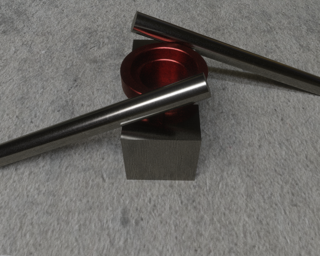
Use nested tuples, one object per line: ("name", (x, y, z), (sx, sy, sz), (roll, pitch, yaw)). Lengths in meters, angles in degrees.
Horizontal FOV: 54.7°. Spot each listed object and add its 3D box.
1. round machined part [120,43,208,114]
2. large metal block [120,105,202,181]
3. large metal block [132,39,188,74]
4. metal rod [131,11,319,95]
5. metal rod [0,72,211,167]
("round machined part", (0.005, -0.054, 0.363), (0.099, 0.042, 0.098), (0, 50, 0))
("large metal block", (0.001, 0.018, 0.354), (0.081, 0.080, 0.050), (1, 50, 0))
("large metal block", (0.004, -0.074, 0.431), (0.081, 0.080, 0.050), (1, 50, 0))
("metal rod", (0.109, -0.092, 0.414), (0.302, 0.025, 0.025), (14, 48, -18))
("metal rod", (-0.094, 0.003, 0.329), (0.301, 0.025, 0.025), (-18, 49, 14))
